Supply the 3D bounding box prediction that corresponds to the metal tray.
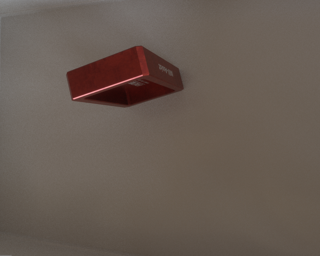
[{"bbox_3d":[-0.034,-0.054,0.367,0.090,0.130,0.030,-15,85,19],"label":"metal tray"}]
